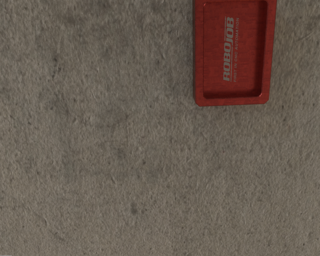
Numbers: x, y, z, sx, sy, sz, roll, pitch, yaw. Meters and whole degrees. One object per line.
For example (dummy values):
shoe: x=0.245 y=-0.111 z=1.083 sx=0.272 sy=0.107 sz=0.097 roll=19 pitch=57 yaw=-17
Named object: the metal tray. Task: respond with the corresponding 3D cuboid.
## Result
metal tray: x=0.086 y=-0.093 z=0.373 sx=0.091 sy=0.030 sz=0.129 roll=-2 pitch=110 yaw=0
